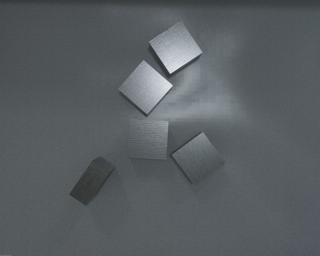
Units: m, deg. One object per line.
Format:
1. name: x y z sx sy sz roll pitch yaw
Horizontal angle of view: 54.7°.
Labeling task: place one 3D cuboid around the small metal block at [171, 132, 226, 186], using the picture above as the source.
1. small metal block: 0.050 0.040 0.412 0.050 0.025 0.050 -36 90 0

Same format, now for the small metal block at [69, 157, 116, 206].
1. small metal block: -0.085 0.066 0.398 0.025 0.050 0.050 35 90 0

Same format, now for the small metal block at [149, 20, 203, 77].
1. small metal block: 0.020 -0.104 0.412 0.050 0.025 0.050 -34 90 0

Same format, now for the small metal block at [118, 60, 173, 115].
1. small metal block: -0.019 -0.053 0.411 0.050 0.025 0.050 41 90 -1

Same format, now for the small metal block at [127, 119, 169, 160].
1. small metal block: -0.016 0.015 0.411 0.050 0.025 0.050 3 90 -1
